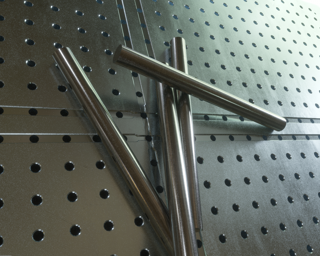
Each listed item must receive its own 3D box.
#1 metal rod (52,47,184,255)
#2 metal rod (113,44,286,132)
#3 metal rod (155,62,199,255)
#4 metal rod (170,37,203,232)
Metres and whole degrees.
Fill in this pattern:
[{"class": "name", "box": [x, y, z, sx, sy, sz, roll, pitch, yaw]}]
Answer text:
[{"class": "metal rod", "box": [-0.047, 0.028, 0.365, 0.025, 0.025, 0.299, -23, 74, -36]}, {"class": "metal rod", "box": [0.074, -0.049, 0.450, 0.302, 0.025, 0.025, 19, 54, -28]}, {"class": "metal rod", "box": [0.016, 0.031, 0.376, 0.025, 0.025, 0.300, 11, 51, -22]}, {"class": "metal rod", "box": [0.033, -0.011, 0.431, 0.025, 0.025, 0.299, 12, 57, -22]}]
